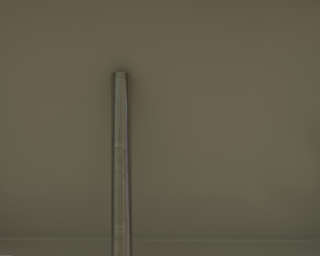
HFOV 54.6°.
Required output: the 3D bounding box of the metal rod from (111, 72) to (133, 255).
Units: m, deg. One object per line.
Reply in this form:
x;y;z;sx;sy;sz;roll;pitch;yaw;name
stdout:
-0.046;0.081;0.374;0.025;0.025;0.299;-1;85;0;metal rod
